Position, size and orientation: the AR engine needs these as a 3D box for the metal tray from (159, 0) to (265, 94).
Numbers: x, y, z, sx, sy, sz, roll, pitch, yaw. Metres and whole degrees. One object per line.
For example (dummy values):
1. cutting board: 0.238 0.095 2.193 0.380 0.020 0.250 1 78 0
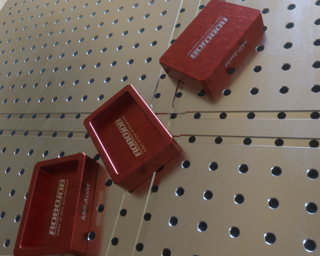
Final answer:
1. metal tray: 0.072 -0.119 0.441 0.090 0.030 0.130 34 81 38

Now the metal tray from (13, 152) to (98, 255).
1. metal tray: -0.136 0.103 0.414 0.090 0.030 0.130 -12 56 21

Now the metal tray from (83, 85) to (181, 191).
1. metal tray: -0.042 0.009 0.422 0.090 0.030 0.130 -39 51 2
